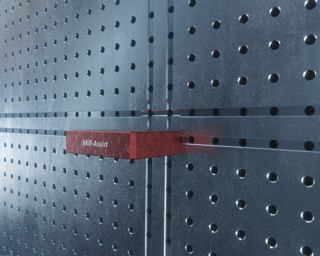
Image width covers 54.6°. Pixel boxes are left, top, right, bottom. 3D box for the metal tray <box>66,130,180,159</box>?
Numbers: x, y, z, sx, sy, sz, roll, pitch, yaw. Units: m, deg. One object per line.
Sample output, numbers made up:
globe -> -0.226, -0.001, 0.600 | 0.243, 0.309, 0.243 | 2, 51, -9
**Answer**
metal tray -> -0.050, 0.018, 0.409 | 0.130, 0.091, 0.030 | 1, 91, 40
